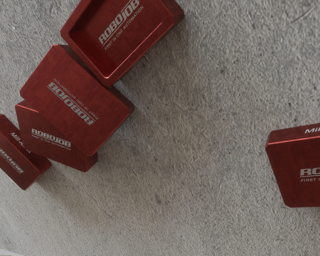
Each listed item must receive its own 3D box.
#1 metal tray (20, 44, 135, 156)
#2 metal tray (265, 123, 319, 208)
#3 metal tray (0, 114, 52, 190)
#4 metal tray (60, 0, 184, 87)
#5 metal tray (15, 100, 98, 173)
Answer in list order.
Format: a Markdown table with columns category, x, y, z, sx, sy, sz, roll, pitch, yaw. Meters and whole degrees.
| category | x | y | z | sx | sy | sz | roll | pitch | yaw |
| --- | --- | --- | --- | --- | --- | --- | --- | --- | --- |
| metal tray | -0.111 | -0.037 | 0.418 | 0.130 | 0.030 | 0.090 | 43 | 107 | -2 |
| metal tray | 0.190 | 0.038 | 0.327 | 0.130 | 0.030 | 0.090 | -12 | 113 | 33 |
| metal tray | -0.274 | 0.048 | 0.577 | 0.130 | 0.030 | 0.090 | 47 | 129 | -5 |
| metal tray | -0.048 | -0.118 | 0.355 | 0.090 | 0.030 | 0.129 | 49 | 129 | -7 |
| metal tray | -0.165 | 0.010 | 0.497 | 0.130 | 0.030 | 0.089 | 17 | 125 | 18 |
